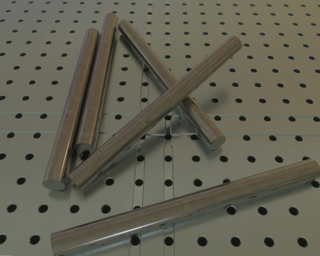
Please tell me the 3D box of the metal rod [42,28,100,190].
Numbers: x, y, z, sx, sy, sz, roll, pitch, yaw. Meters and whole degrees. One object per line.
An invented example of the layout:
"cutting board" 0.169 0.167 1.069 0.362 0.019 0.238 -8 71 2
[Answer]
"metal rod" -0.119 -0.050 0.447 0.025 0.025 0.300 1 50 0

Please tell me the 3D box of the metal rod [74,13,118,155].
"metal rod" -0.092 -0.089 0.480 0.025 0.025 0.300 1 50 0

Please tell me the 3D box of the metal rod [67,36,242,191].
"metal rod" 0.007 -0.032 0.407 0.025 0.025 0.301 37 67 26

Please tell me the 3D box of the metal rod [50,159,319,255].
"metal rod" 0.039 0.083 0.338 0.302 0.025 0.025 -13 52 -12

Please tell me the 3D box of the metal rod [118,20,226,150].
"metal rod" 0.004 -0.083 0.477 0.025 0.025 0.300 -22 54 -17
